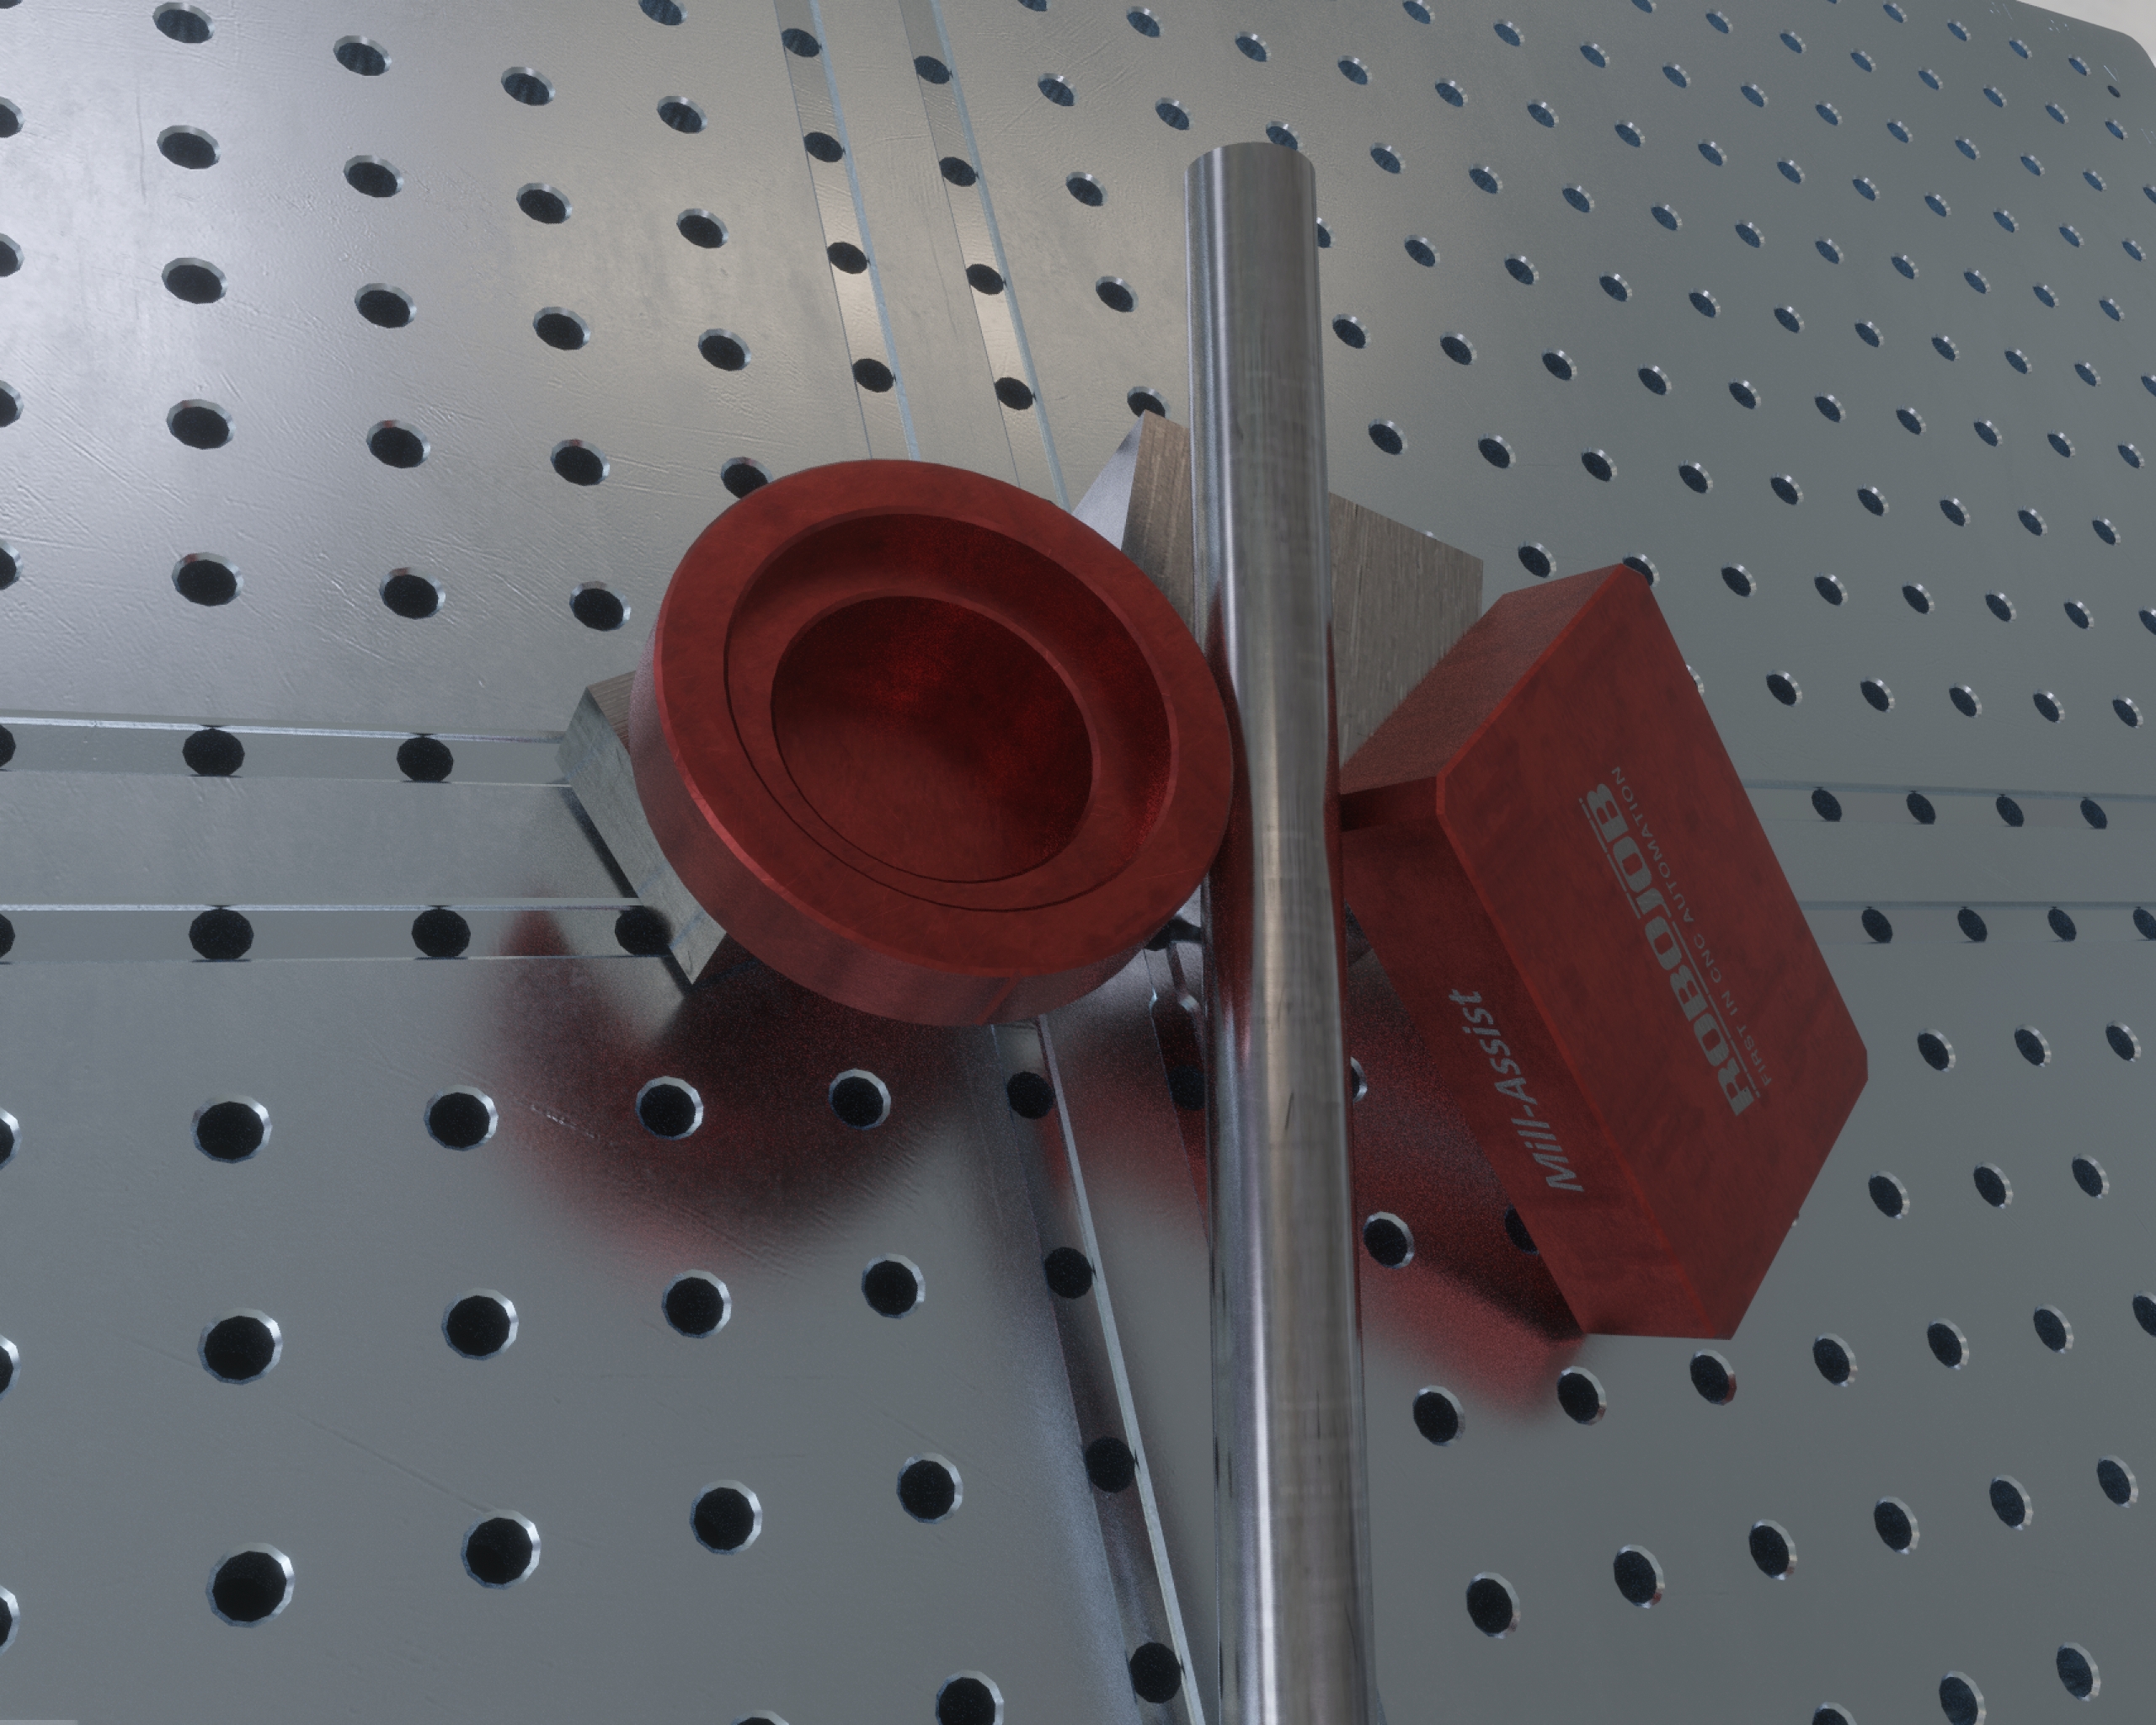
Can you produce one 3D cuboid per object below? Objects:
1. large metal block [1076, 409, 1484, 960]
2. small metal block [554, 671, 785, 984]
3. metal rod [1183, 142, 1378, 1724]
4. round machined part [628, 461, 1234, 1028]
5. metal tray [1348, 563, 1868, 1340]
[{"bbox_3d":[0.034,-0.033,0.427,0.080,0.050,0.080,21,54,-16],"label":"large metal block"},{"bbox_3d":[-0.058,-0.013,0.381,0.050,0.025,0.050,-25,75,-37],"label":"small metal block"},{"bbox_3d":[0.034,0.015,0.362,0.025,0.025,0.299,6,75,-25],"label":"metal rod"},{"bbox_3d":[-0.027,-0.016,0.353,0.099,0.042,0.098,11,58,-19],"label":"round machined part"},{"bbox_3d":[0.106,0.018,0.414,0.090,0.030,0.130,-45,113,-38],"label":"metal tray"}]
